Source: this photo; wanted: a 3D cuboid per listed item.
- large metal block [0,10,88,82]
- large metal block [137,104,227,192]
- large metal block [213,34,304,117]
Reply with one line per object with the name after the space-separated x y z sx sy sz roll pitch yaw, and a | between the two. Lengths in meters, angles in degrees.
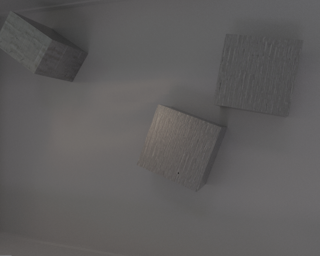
-0.165 -0.112 0.440 0.080 0.080 0.050 36 102 16 | large metal block
0.029 0.022 0.387 0.080 0.050 0.080 22 97 18 | large metal block
0.112 -0.059 0.357 0.080 0.050 0.080 11 94 19 | large metal block
